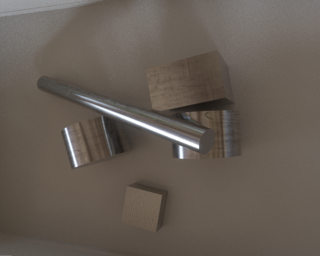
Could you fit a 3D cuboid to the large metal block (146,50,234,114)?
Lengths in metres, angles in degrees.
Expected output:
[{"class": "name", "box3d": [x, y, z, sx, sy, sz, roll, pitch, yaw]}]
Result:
[{"class": "large metal block", "box3d": [0.039, -0.049, 0.367, 0.080, 0.080, 0.050, -11, 87, 19]}]

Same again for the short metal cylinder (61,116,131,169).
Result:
[{"class": "short metal cylinder", "box3d": [-0.083, 0.019, 0.409, 0.080, 0.080, 0.050, -19, 84, 18]}]

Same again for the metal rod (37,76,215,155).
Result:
[{"class": "metal rod", "box3d": [-0.066, -0.027, 0.378, 0.300, 0.025, 0.025, 20, 97, 39]}]

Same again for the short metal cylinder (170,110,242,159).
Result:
[{"class": "short metal cylinder", "box3d": [0.053, 0.007, 0.362, 0.080, 0.080, 0.050, -3, 89, 19]}]

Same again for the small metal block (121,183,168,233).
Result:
[{"class": "small metal block", "box3d": [-0.020, 0.106, 0.417, 0.050, 0.025, 0.050, 10, 94, 19]}]
